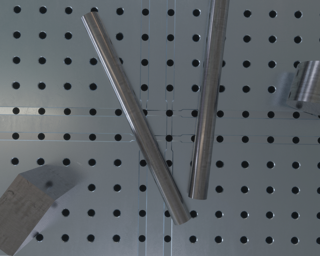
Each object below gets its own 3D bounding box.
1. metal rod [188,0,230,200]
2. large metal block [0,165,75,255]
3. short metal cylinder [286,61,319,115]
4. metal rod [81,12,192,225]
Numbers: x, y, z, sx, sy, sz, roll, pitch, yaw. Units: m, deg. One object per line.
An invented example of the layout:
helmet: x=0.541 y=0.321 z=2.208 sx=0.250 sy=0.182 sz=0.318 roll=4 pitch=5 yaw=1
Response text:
metal rod: x=0.067 y=-0.055 z=0.413 sx=0.025 sy=0.025 sz=0.298 roll=7 pitch=90 yaw=0
large metal block: x=-0.161 y=0.097 z=0.385 sx=0.050 sy=0.080 sz=0.080 roll=37 pitch=90 yaw=0
short metal cylinder: x=0.207 y=-0.046 z=0.388 sx=0.080 sy=0.080 sz=0.050 roll=17 pitch=90 yaw=0
metal rod: x=-0.032 y=-0.012 z=0.413 sx=0.025 sy=0.025 sz=0.299 roll=-25 pitch=90 yaw=0
